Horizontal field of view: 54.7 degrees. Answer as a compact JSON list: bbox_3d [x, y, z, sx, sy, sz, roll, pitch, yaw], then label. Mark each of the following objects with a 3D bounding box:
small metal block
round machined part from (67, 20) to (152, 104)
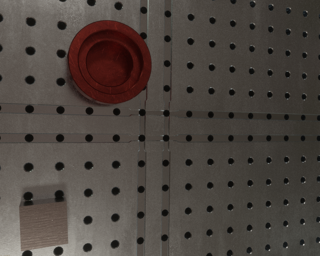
[{"bbox_3d":[-0.136,0.111,0.363,0.050,0.025,0.050,-2,91,-20],"label":"small metal block"},{"bbox_3d":[-0.063,-0.077,0.381,0.099,0.042,0.097,0,90,-21],"label":"round machined part"}]
